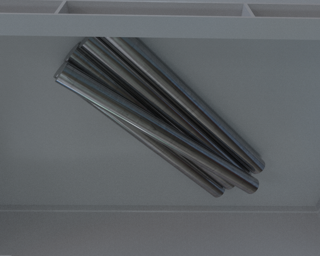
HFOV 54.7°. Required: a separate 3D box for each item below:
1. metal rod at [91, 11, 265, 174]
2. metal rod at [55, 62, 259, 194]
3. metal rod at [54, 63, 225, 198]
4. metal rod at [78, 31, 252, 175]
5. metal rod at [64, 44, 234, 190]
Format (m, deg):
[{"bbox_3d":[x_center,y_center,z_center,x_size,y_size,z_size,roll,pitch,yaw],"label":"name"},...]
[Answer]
[{"bbox_3d":[0.041,-0.026,0.385,0.025,0.025,0.301,-36,122,26],"label":"metal rod"},{"bbox_3d":[0.015,0.012,0.384,0.301,0.025,0.025,31,123,-24],"label":"metal rod"},{"bbox_3d":[-0.009,0.016,0.421,0.025,0.025,0.301,-36,122,26],"label":"metal rod"},{"bbox_3d":[0.025,-0.011,0.398,0.025,0.025,0.301,-36,122,26],"label":"metal rod"},{"bbox_3d":[0.006,0.001,0.408,0.025,0.025,0.301,-36,122,26],"label":"metal rod"}]
